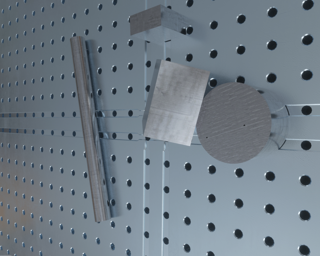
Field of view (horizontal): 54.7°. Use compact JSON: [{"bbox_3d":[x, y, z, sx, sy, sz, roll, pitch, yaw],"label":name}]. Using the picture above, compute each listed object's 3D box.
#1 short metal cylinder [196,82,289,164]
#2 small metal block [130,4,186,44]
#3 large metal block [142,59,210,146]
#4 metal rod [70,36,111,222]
[{"bbox_3d":[0.085,-0.005,0.322,0.080,0.050,0.079,0,90,39],"label":"short metal cylinder"},{"bbox_3d":[-0.002,-0.130,0.393,0.050,0.050,0.025,-3,88,39],"label":"small metal block"},{"bbox_3d":[0.014,-0.033,0.353,0.080,0.050,0.079,-109,32,-77],"label":"large metal block"},{"bbox_3d":[-0.113,-0.003,0.499,0.025,0.025,0.298,-16,80,38],"label":"metal rod"}]
